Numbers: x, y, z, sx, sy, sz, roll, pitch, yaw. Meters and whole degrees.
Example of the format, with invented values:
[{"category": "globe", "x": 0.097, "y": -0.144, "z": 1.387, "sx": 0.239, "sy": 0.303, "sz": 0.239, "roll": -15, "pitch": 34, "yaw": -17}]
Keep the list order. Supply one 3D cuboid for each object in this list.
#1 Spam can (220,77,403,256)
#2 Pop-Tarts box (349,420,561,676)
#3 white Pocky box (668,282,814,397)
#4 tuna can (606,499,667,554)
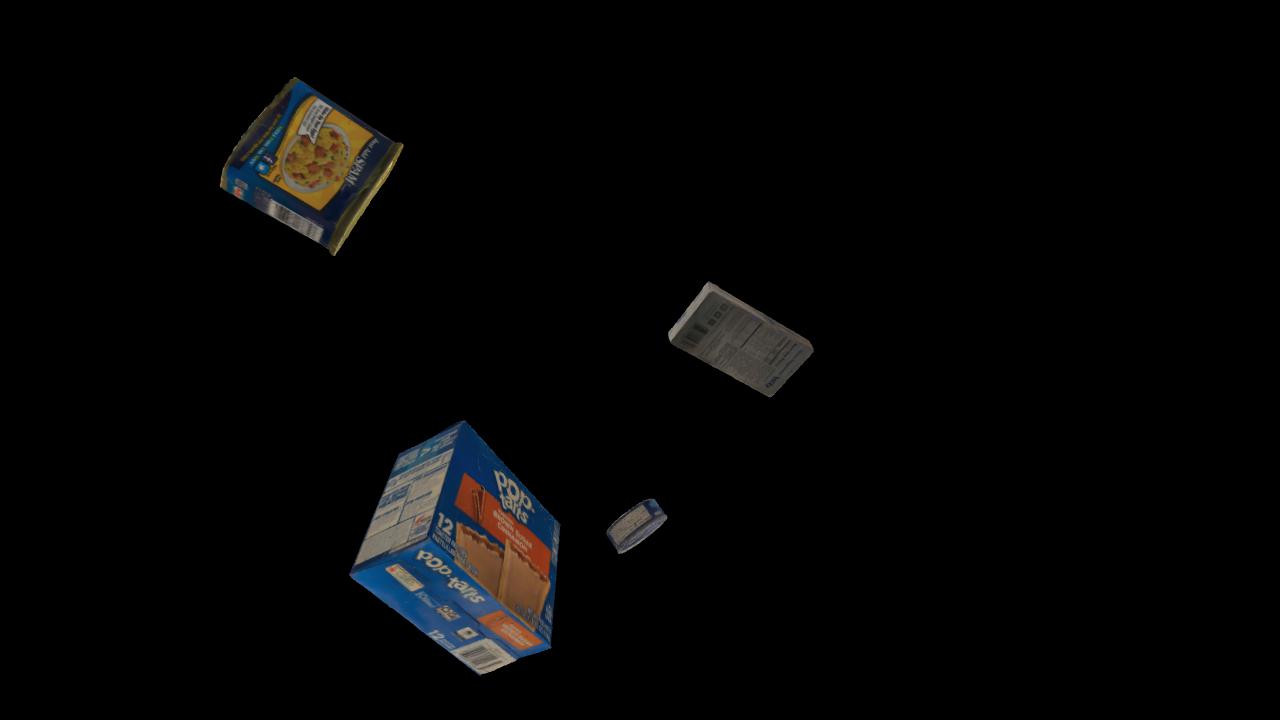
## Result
[{"category": "Spam can", "x": -0.242, "y": -0.144, "z": 0.460, "sx": 0.085, "sy": 0.101, "sz": 0.058, "roll": 32, "pitch": -29, "yaw": -24}, {"category": "Pop-Tarts box", "x": -0.151, "y": 0.168, "z": 0.555, "sx": 0.083, "sy": 0.167, "sz": 0.141, "roll": -25, "pitch": 31, "yaw": 13}, {"category": "white Pocky box", "x": 0.118, "y": -0.021, "z": 0.717, "sx": 0.154, "sy": 0.084, "sz": 0.028, "roll": 27, "pitch": 28, "yaw": -20}, {"category": "tuna can", "x": -0.005, "y": 0.229, "z": 0.852, "sx": 0.084, "sy": 0.034, "sz": 0.084, "roll": -32, "pitch": -22, "yaw": -15}]
